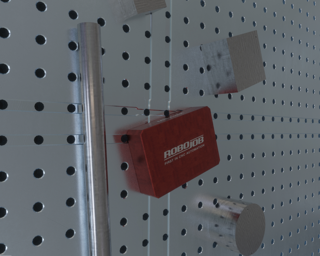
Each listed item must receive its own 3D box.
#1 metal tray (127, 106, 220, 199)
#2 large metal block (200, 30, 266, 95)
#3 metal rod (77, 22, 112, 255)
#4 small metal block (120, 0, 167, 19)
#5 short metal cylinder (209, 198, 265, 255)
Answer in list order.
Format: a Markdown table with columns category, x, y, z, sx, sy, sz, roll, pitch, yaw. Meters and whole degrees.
| category | x | y | z | sx | sy | sz | roll | pitch | yaw |
| --- | --- | --- | --- | --- | --- | --- | --- | --- | --- |
| metal tray | 0.024 | 0.028 | 0.426 | 0.131 | 0.030 | 0.089 | -21 | 103 | -38 |
| large metal block | 0.118 | -0.104 | 0.491 | 0.081 | 0.050 | 0.080 | -25 | 106 | -37 |
| metal rod | -0.072 | 0.035 | 0.348 | 0.025 | 0.025 | 0.298 | -4 | 93 | -40 |
| small metal block | -0.025 | -0.169 | 0.388 | 0.050 | 0.025 | 0.050 | -30 | 109 | -36 |
| short metal cylinder | 0.125 | 0.157 | 0.498 | 0.081 | 0.050 | 0.079 | 0 | 90 | -40 |
